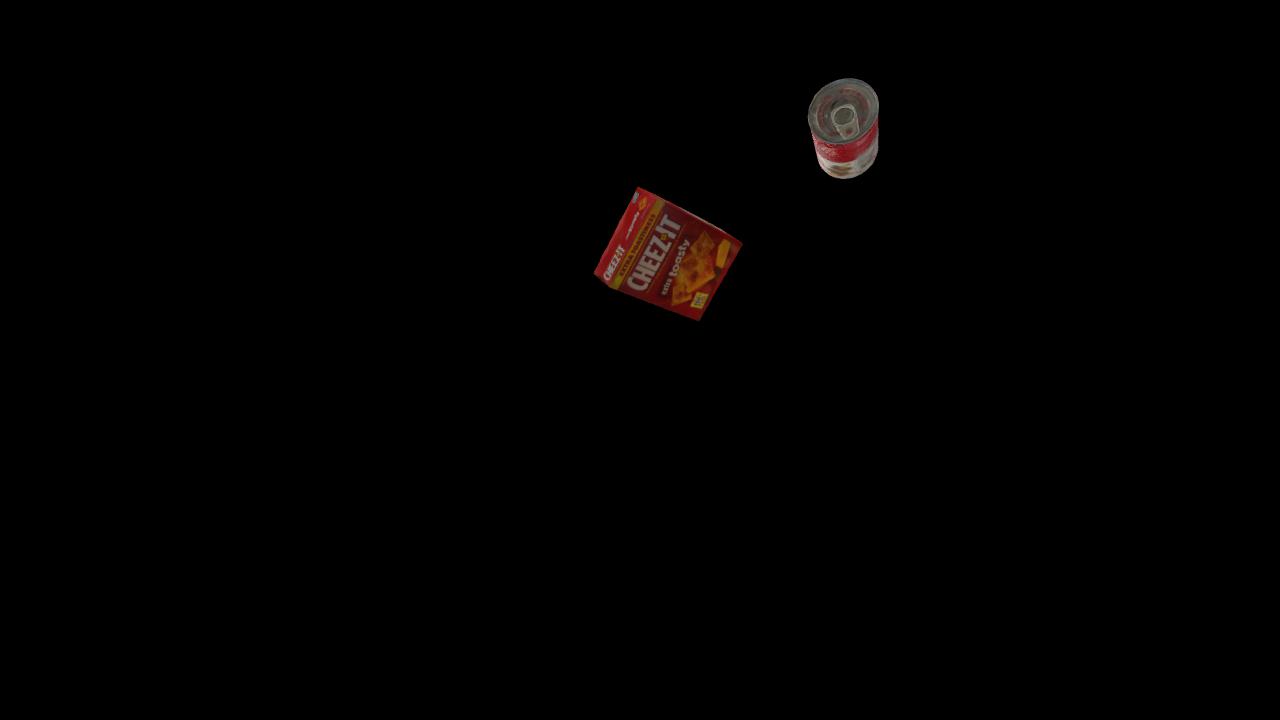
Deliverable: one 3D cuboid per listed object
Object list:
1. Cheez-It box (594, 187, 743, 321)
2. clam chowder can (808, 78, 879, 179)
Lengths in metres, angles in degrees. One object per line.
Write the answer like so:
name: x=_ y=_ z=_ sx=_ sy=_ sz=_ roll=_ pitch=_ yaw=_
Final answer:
Cheez-It box: x=0.053 y=-0.178 z=1.066 sx=0.223 sy=0.166 sz=0.071 roll=16 pitch=19 yaw=-40
clam chowder can: x=0.218 y=-0.242 z=0.654 sx=0.068 sy=0.068 sz=0.102 roll=0 pitch=-5 yaw=22
